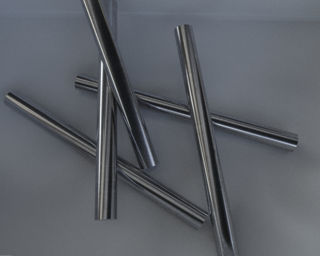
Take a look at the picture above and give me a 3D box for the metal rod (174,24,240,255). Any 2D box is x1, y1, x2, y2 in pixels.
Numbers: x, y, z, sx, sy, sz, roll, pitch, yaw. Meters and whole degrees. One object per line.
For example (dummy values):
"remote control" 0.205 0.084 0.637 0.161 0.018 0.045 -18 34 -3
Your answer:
"metal rod" 0.056 0.013 0.383 0.025 0.025 0.299 -9 78 -3

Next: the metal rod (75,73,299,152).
"metal rod" 0.031 -0.023 0.417 0.301 0.025 0.025 16 71 6

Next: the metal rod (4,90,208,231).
"metal rod" -0.076 0.035 0.395 0.301 0.025 0.025 31 73 10

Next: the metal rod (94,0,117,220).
"metal rod" -0.067 -0.038 0.395 0.025 0.025 0.299 -2 70 -1

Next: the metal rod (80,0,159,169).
"metal rod" -0.061 -0.093 0.377 0.025 0.025 0.298 -20 97 -7
